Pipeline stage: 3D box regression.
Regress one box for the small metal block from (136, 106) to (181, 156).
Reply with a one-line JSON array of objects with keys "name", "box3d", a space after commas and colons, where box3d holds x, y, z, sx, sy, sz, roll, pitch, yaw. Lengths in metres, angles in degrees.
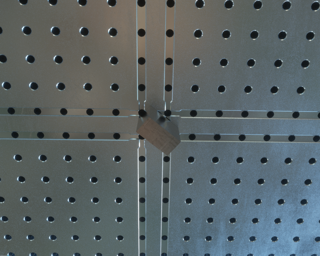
[{"name": "small metal block", "box3d": [-0.002, 0.002, 0.401, 0.050, 0.050, 0.025, 38, 106, -13]}]
